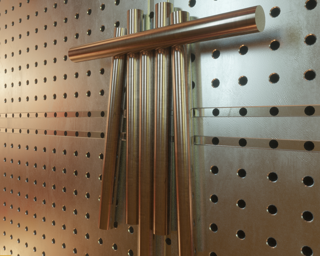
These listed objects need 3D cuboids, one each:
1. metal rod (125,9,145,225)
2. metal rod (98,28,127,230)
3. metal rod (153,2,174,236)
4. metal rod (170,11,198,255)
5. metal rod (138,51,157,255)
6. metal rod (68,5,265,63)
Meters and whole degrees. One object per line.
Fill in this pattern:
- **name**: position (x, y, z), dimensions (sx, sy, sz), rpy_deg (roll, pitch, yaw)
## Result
- **metal rod**: position (-0.035, -0.015, 0.440), dimensions (0.025, 0.025, 0.298), rpy_deg (1, 91, 40)
- **metal rod**: position (-0.069, 0.004, 0.466), dimensions (0.025, 0.025, 0.298), rpy_deg (9, 96, 40)
- **metal rod**: position (0.004, -0.011, 0.408), dimensions (0.025, 0.025, 0.298), rpy_deg (1, 91, 40)
- **metal rod**: position (0.030, 0.006, 0.386), dimensions (0.025, 0.025, 0.298), rpy_deg (-3, 88, 40)
- **metal rod**: position (-0.017, 0.041, 0.424), dimensions (0.025, 0.025, 0.298), rpy_deg (1, 91, 40)
- **metal rod**: position (-0.019, -0.110, 0.393), dimensions (0.300, 0.025, 0.025), rpy_deg (3, 92, 40)
